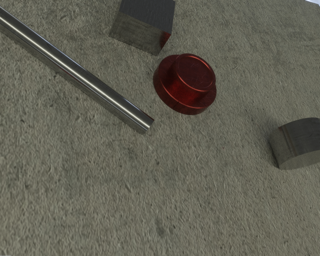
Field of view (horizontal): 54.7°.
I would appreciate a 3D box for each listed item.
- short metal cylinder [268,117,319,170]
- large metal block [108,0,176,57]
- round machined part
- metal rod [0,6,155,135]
[{"bbox_3d":[0.212,0.025,0.467,0.081,0.080,0.050,3,61,-27],"label":"short metal cylinder"},{"bbox_3d":[-0.026,-0.169,0.477,0.081,0.050,0.080,19,54,-17],"label":"large metal block"},{"bbox_3d":[0.043,-0.071,0.459,0.099,0.042,0.098,14,56,-21],"label":"round machined part"},{"bbox_3d":[-0.135,-0.090,0.385,0.301,0.025,0.025,36,51,-4],"label":"metal rod"}]
